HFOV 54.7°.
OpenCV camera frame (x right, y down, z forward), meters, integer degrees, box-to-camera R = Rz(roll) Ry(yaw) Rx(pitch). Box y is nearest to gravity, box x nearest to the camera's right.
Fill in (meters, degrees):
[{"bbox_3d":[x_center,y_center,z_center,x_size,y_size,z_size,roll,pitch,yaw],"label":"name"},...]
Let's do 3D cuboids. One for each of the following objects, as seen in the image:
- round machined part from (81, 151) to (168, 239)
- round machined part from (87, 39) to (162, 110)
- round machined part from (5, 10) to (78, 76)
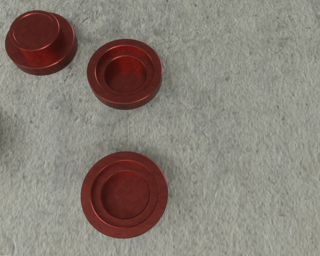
[{"bbox_3d":[-0.040,0.080,0.369,0.099,0.042,0.098,0,70,-1],"label":"round machined part"},{"bbox_3d":[-0.046,-0.069,0.424,0.099,0.042,0.098,0,70,-1],"label":"round machined part"},{"bbox_3d":[-0.173,-0.128,0.444,0.099,0.042,0.098,0,70,-1],"label":"round machined part"}]
